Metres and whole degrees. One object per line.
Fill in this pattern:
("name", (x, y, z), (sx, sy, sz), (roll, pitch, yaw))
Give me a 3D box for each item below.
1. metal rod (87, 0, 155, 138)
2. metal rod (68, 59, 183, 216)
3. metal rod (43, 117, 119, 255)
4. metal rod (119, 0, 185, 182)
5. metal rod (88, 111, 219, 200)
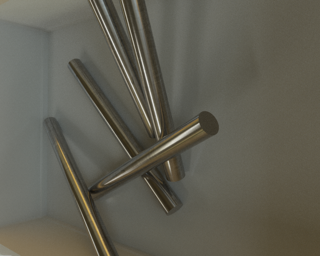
("metal rod", (-0.057, -0.118, 0.351), (0.025, 0.025, 0.299), (-1, 123, 40))
("metal rod", (-0.063, -0.002, 0.459), (0.300, 0.025, 0.025), (52, 120, 27))
("metal rod", (-0.133, 0.079, 0.481), (0.300, 0.025, 0.025), (51, 121, 40))
("metal rod", (-0.014, -0.072, 0.334), (0.025, 0.025, 0.298), (7, 121, 40))
("metal rod", (-0.037, 0.054, 0.399), (0.299, 0.025, 0.025), (-35, 68, 47))
